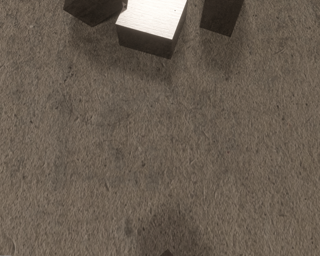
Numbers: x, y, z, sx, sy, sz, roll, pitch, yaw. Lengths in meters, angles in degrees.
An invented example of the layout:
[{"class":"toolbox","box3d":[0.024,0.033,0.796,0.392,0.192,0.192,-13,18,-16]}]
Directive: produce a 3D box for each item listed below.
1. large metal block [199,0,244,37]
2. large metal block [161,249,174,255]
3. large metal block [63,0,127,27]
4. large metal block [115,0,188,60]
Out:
[{"class":"large metal block","box3d":[0.099,-0.196,0.452,0.050,0.080,0.080,20,71,7]},{"class":"large metal block","box3d":[0.016,0.174,0.315,0.050,0.080,0.080,-38,75,-13]},{"class":"large metal block","box3d":[-0.090,-0.207,0.447,0.080,0.050,0.080,-14,63,41]},{"class":"large metal block","box3d":[-0.010,-0.157,0.452,0.080,0.050,0.080,17,71,6]}]
